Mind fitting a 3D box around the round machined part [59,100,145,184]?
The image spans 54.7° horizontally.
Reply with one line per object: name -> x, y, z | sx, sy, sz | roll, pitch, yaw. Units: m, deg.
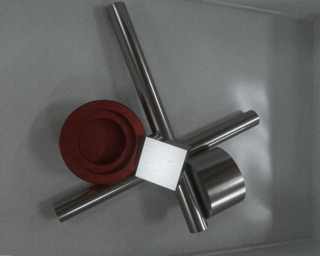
round machined part -> -0.071, 0.016, 0.375 | 0.099, 0.042, 0.097 | 0, 90, -21

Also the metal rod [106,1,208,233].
metal rod -> -0.003, -0.013, 0.390 | 0.025, 0.025, 0.299 | -21, 90, -19

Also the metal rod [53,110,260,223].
metal rod -> 0.009, 0.043, 0.414 | 0.302, 0.025, 0.025 | -24, 98, -19

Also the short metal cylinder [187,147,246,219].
short metal cylinder -> 0.065, 0.071, 0.405 | 0.050, 0.080, 0.080 | -21, 97, -19

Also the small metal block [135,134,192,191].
small metal block -> 0.004, 0.040, 0.368 | 0.050, 0.025, 0.050 | 18, 101, 13
